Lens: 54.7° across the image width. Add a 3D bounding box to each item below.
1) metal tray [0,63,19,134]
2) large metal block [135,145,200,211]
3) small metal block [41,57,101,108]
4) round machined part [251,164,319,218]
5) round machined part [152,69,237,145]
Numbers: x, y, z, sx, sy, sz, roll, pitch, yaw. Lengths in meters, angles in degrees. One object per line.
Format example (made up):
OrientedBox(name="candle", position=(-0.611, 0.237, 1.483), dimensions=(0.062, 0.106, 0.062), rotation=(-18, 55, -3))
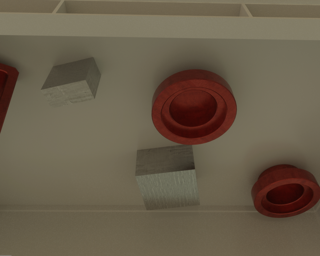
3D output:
OrientedBox(name="metal tray", position=(-0.224, -0.039, 0.313), dimensions=(0.131, 0.090, 0.030), rotation=(17, 147, -26))
OrientedBox(name="large metal block", position=(0.013, 0.073, 0.455), dimensions=(0.080, 0.050, 0.080), rotation=(-8, 130, 6))
OrientedBox(name="small metal block", position=(-0.098, -0.052, 0.347), dimensions=(0.050, 0.050, 0.025), rotation=(-11, 129, 9))
OrientedBox(name="round machined part", position=(0.191, 0.094, 0.481), dimensions=(0.099, 0.042, 0.097), rotation=(-1, 130, 0))
OrientedBox(name="round machined part", position=(0.039, -0.029, 0.374), dimensions=(0.099, 0.042, 0.097), rotation=(-1, 130, 0))
